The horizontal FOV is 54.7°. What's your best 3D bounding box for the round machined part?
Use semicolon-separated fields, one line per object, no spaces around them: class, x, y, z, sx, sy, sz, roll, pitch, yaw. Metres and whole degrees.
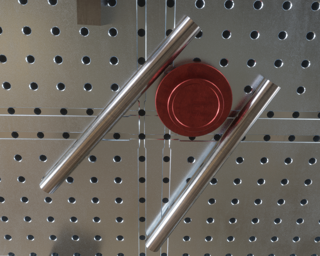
round machined part;0.043;-0.033;0.393;0.099;0.042;0.097;0;110;-1

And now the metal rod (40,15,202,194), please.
metal rod;-0.060;-0.021;0.404;0.025;0.025;0.299;40;105;-14

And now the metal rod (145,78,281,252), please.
metal rod;0.065;0.062;0.437;0.025;0.025;0.298;30;107;-11

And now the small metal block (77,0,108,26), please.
small metal block;-0.075;-0.142;0.347;0.025;0.050;0.050;3;110;-2
